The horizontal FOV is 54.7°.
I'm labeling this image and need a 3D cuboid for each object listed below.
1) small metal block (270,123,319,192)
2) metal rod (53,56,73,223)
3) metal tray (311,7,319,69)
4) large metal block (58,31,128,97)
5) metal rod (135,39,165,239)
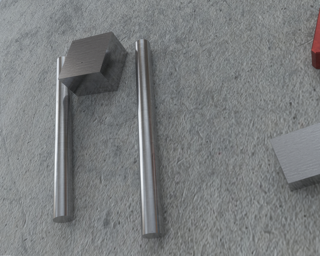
[{"bbox_3d":[0.145,0.029,0.310,0.050,0.025,0.050,-21,54,15],"label":"small metal block"},{"bbox_3d":[-0.150,-0.003,0.481,0.025,0.025,0.299,-23,53,14],"label":"metal rod"},{"bbox_3d":[0.244,-0.109,0.339,0.130,0.030,0.090,7,65,31],"label":"metal tray"},{"bbox_3d":[-0.107,-0.103,0.505,0.080,0.050,0.080,-4,60,25],"label":"large metal block"},{"bbox_3d":[-0.018,-0.008,0.416,0.025,0.025,0.299,-17,55,18],"label":"metal rod"}]
